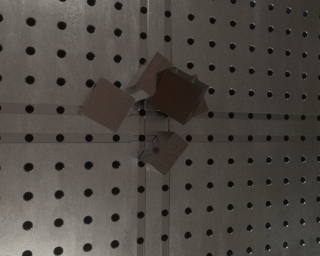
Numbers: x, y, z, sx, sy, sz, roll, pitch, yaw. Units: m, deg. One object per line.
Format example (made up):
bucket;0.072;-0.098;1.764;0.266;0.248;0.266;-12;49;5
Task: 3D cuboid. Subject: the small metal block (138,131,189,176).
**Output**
small metal block;0.003;0.032;0.402;0.025;0.050;0.050;43;77;-16

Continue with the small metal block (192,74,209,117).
small metal block;0.035;-0.041;0.413;0.025;0.050;0.050;-22;98;-19

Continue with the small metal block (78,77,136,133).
small metal block;-0.067;-0.028;0.389;0.050;0.025;0.050;32;80;-18

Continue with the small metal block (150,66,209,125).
small metal block;0.023;-0.040;0.375;0.050;0.025;0.050;32;116;13

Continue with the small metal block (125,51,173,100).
small metal block;-0.015;-0.065;0.395;0.025;0.050;0.050;36;79;-17
